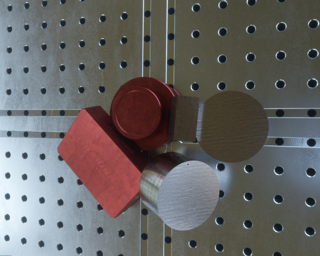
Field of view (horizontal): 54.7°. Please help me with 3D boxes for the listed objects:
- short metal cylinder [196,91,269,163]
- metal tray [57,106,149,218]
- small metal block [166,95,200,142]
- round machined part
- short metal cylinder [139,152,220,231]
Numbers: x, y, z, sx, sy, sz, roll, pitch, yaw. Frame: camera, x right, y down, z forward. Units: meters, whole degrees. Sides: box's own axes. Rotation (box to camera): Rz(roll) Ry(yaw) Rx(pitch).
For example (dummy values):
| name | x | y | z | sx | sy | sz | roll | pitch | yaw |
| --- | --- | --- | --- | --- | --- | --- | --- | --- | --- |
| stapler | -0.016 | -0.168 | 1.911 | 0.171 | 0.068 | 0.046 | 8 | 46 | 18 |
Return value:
| name | x | y | z | sx | sy | sz | roll | pitch | yaw |
| --- | --- | --- | --- | --- | --- | --- | --- | --- | --- |
| short metal cylinder | 0.086 | -0.001 | 0.365 | 0.080 | 0.050 | 0.079 | 0 | 90 | 20 |
| metal tray | -0.074 | 0.045 | 0.420 | 0.130 | 0.030 | 0.090 | 47 | 119 | 13 |
| small metal block | 0.026 | -0.011 | 0.367 | 0.025 | 0.050 | 0.050 | 5 | 91 | -8 |
| round machined part | -0.023 | -0.019 | 0.407 | 0.098 | 0.042 | 0.097 | 0 | 90 | 19 |
| short metal cylinder | 0.022 | 0.072 | 0.365 | 0.050 | 0.081 | 0.079 | 16 | 97 | 63 |
